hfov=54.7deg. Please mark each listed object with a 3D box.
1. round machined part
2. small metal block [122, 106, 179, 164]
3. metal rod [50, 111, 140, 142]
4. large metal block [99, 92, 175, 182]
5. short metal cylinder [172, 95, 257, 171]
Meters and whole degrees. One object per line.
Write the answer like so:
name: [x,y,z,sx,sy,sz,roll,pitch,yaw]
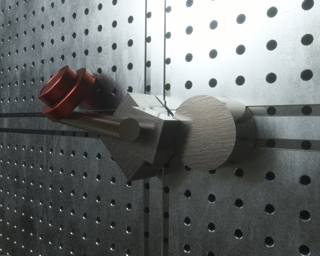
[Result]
round machined part: [-0.152,-0.060,0.485,0.098,0.042,0.098,-33,31,23]
small metal block: [-0.012,0.007,0.349,0.050,0.025,0.050,24,105,37]
metal rod: [-0.114,-0.012,0.444,0.300,0.025,0.025,10,96,56]
large metal block: [-0.024,0.011,0.408,0.080,0.050,0.080,51,120,27]
short metal cylinder: [0.058,0.005,0.343,0.080,0.050,0.079,0,90,39]
